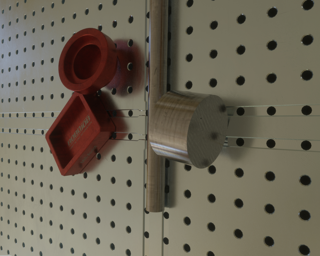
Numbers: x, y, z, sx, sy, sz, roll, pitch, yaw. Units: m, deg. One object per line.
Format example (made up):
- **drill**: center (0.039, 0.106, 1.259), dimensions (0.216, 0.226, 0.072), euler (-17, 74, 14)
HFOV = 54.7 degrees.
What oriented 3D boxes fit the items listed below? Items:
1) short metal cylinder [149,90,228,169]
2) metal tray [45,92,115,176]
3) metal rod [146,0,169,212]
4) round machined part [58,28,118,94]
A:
- **short metal cylinder**: center (0.033, 0.000, 0.345), dimensions (0.050, 0.081, 0.079), euler (13, 98, 39)
- **metal tray**: center (-0.137, 0.008, 0.515), dimensions (0.129, 0.030, 0.090), euler (-46, 63, 30)
- **metal rod**: center (-0.004, -0.040, 0.410), dimensions (0.025, 0.025, 0.298), euler (2, 91, 39)
- **round machined part**: center (-0.104, -0.098, 0.472), dimensions (0.098, 0.042, 0.098), euler (-7, 77, 29)
